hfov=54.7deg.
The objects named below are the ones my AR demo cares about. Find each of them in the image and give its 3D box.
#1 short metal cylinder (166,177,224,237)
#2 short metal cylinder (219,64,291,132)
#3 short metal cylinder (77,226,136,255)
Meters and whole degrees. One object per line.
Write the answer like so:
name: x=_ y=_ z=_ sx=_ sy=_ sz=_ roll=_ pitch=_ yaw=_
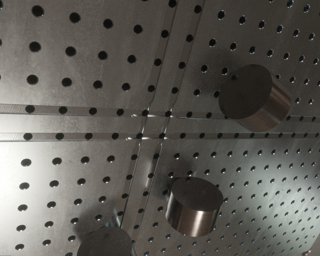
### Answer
short metal cylinder: x=0.053 y=0.120 z=0.481 sx=0.081 sy=0.080 sz=0.050 roll=-4 pitch=120 yaw=-27
short metal cylinder: x=0.128 y=-0.040 z=0.424 sx=0.050 sy=0.080 sz=0.080 roll=26 pitch=104 yaw=-38
short metal cylinder: x=-0.075 y=0.194 z=0.456 sx=0.081 sy=0.080 sz=0.050 roll=-22 pitch=127 yaw=-15
